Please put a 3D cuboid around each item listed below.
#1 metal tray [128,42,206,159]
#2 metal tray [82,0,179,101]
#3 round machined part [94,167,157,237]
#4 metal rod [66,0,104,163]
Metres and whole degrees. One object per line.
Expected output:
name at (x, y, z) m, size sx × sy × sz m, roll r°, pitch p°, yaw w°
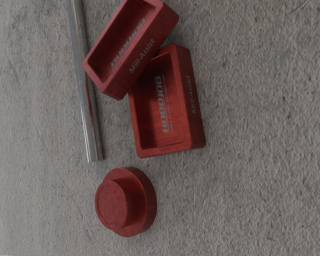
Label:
metal tray at (0.003, -0.031, 0.398) m, size 0.090 × 0.030 × 0.129 m, roll -15°, pitch 81°, yaw 39°
metal tray at (-0.043, -0.111, 0.405) m, size 0.130 × 0.030 × 0.090 m, roll -53°, pitch 45°, yaw 12°
round machined part at (-0.055, 0.106, 0.440) m, size 0.098 × 0.042 × 0.097 m, roll 0°, pitch 90°, yaw 40°
metal rod at (-0.125, -0.093, 0.508) m, size 0.025 × 0.025 × 0.298 m, roll -16°, pitch 80°, yaw 39°
